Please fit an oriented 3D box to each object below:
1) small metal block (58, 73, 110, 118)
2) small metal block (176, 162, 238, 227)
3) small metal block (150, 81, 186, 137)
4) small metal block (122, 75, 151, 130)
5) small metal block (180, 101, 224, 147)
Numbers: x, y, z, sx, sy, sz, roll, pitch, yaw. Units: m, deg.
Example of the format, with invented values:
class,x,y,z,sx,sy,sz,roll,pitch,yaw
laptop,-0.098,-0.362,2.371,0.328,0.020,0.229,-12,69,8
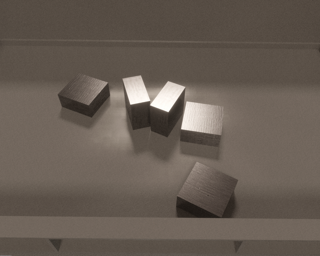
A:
class,x,y,z,sx,sy,sz,roll,pitch,yaw
small metal block,-0.108,-0.048,0.444,0.050,0.025,0.050,20,53,15
small metal block,0.052,0.073,0.345,0.050,0.025,0.050,23,54,18
small metal block,0.010,-0.025,0.410,0.025,0.050,0.050,22,53,17
small metal block,-0.031,-0.034,0.417,0.025,0.050,0.050,-12,51,-10
small metal block,0.056,-0.006,0.411,0.050,0.025,0.050,9,51,7
